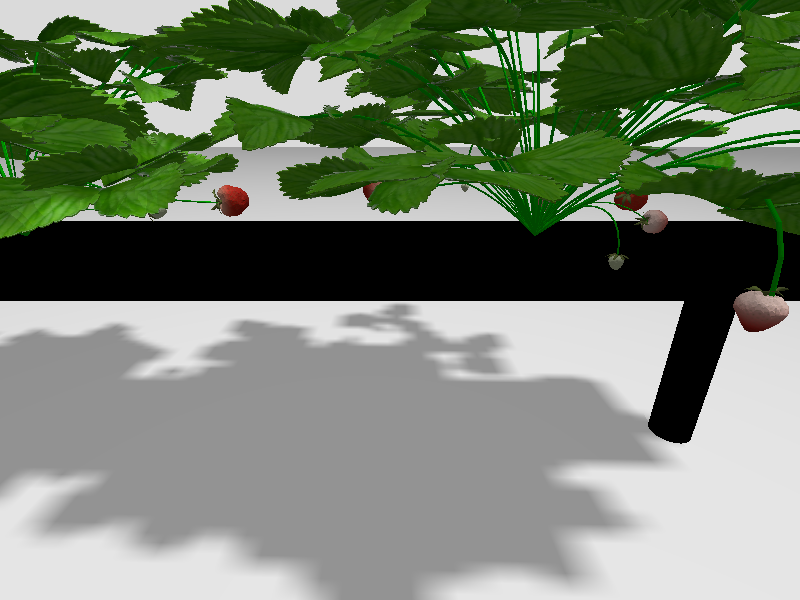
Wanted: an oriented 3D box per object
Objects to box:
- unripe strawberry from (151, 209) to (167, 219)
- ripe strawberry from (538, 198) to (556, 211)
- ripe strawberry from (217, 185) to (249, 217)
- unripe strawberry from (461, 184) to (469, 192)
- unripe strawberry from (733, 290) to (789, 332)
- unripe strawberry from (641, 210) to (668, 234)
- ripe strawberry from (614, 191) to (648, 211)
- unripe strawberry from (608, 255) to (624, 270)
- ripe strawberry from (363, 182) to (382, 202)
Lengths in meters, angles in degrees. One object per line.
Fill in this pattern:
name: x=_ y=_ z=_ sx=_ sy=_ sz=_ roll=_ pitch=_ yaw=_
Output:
unripe strawberry: x=-0.254 y=-0.093 z=0.420 sx=0.016 sy=0.016 sz=0.017 roll=-20 pitch=30 yaw=-40
ripe strawberry: x=0.174 y=-0.118 z=0.466 sx=0.028 sy=0.029 sz=0.030 roll=9 pitch=24 yaw=22
ripe strawberry: x=-0.178 y=-0.106 z=0.429 sx=0.032 sy=0.033 sz=0.029 roll=-12 pitch=25 yaw=-28
unripe strawberry: x=0.090 y=-0.156 z=0.557 sx=0.011 sy=0.011 sz=0.011 roll=-3 pitch=23 yaw=-7
unripe strawberry: x=0.162 y=0.006 z=0.181 sx=0.018 sy=0.019 sz=0.019 roll=-5 pitch=23 yaw=-12
unripe strawberry: x=0.231 y=-0.071 z=0.362 sx=0.021 sy=0.021 sz=0.020 roll=4 pitch=22 yaw=-8
ripe strawberry: x=0.265 y=-0.116 z=0.456 sx=0.034 sy=0.029 sz=0.034 roll=12 pitch=9 yaw=-43
unripe strawberry: x=0.137 y=-0.024 z=0.255 sx=0.009 sy=0.010 sz=0.010 roll=-4 pitch=23 yaw=-9
ripe strawberry: x=-0.031 y=-0.138 z=0.505 sx=0.036 sy=0.038 sz=0.039 roll=-19 pitch=28 yaw=-38
